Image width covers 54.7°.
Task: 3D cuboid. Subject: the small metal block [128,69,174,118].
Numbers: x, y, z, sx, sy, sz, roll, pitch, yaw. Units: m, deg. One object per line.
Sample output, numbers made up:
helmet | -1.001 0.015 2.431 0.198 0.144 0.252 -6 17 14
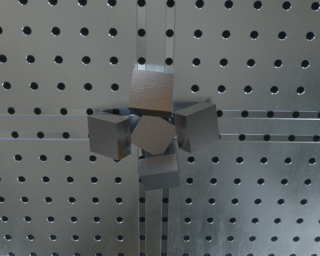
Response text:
small metal block | -0.011 -0.042 0.384 0.050 0.025 0.050 6 74 -3

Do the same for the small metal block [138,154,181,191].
small metal block | 0.000 0.062 0.423 0.050 0.025 0.050 -8 146 3

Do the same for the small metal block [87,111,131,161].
small metal block | -0.066 0.009 0.404 0.050 0.025 0.050 13 114 32

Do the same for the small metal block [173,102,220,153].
small metal block | 0.048 -0.002 0.401 0.050 0.025 0.050 -22 113 -30

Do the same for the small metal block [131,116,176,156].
small metal block | -0.009 0.005 0.415 0.050 0.025 0.050 30 107 -11
